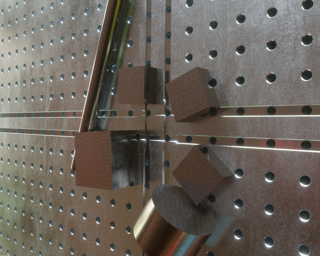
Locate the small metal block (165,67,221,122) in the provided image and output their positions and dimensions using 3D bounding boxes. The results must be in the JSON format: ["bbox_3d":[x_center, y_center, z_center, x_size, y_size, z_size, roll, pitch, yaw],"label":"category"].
[{"bbox_3d":[0.039,-0.039,0.376,0.050,0.025,0.050,-25,74,37],"label":"small metal block"}]

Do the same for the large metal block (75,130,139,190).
[{"bbox_3d":[-0.080,0.045,0.456,0.080,0.050,0.079,-3,88,39],"label":"large metal block"}]

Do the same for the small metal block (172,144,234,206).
[{"bbox_3d":[0.050,0.055,0.367,0.050,0.025,0.050,50,119,28],"label":"small metal block"}]

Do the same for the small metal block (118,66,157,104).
[{"bbox_3d":[-0.032,-0.059,0.434,0.050,0.025,0.050,3,92,39],"label":"small metal block"}]

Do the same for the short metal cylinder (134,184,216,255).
[{"bbox_3d":[0.017,0.111,0.358,0.080,0.081,0.050,41,115,32],"label":"short metal cylinder"}]

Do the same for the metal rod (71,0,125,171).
[{"bbox_3d":[-0.098,-0.072,0.487,0.025,0.025,0.298,25,105,37],"label":"metal rod"}]
